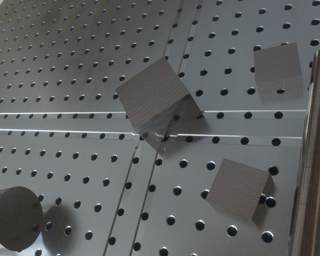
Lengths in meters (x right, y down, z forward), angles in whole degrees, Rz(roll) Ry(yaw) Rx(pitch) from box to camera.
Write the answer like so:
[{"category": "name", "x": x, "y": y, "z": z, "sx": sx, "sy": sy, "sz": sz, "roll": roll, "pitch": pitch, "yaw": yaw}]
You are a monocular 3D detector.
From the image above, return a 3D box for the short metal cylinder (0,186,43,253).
[{"category": "short metal cylinder", "x": -0.201, "y": 0.120, "z": 0.403, "sx": 0.050, "sy": 0.080, "sz": 0.080, "roll": -14, "pitch": 56, "yaw": 20}]

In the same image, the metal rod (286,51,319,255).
[{"category": "metal rod", "x": 0.147, "y": 0.048, "z": 0.301, "sx": 0.025, "sy": 0.025, "sz": 0.300, "roll": 5, "pitch": 64, "yaw": 30}]

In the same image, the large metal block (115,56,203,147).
[{"category": "large metal block", "x": -0.003, "y": -0.036, "z": 0.414, "sx": 0.080, "sy": 0.050, "sz": 0.080, "roll": -33, "pitch": 52, "yaw": 6}]

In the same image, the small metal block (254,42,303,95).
[{"category": "small metal block", "x": 0.143, "y": -0.072, "z": 0.377, "sx": 0.050, "sy": 0.025, "sz": 0.050, "roll": -7, "pitch": 58, "yaw": 24}]

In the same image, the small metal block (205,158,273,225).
[{"category": "small metal block", "x": 0.083, "y": 0.065, "z": 0.324, "sx": 0.050, "sy": 0.025, "sz": 0.050, "roll": 16, "pitch": 70, "yaw": 34}]
